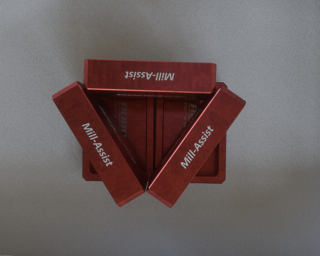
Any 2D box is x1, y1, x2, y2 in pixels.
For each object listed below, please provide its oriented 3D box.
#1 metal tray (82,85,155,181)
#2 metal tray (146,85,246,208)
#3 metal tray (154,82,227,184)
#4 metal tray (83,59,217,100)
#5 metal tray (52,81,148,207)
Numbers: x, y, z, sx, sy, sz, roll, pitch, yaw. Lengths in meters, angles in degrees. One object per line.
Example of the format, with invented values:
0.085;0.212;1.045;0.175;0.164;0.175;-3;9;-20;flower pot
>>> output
-0.053;0.003;0.408;0.091;0.030;0.129;0;89;0;metal tray
0.036;0.018;0.346;0.030;0.090;0.130;35;90;0;metal tray
0.039;0.005;0.408;0.091;0.030;0.129;1;89;0;metal tray
-0.010;-0.051;0.346;0.131;0.090;0.030;2;91;0;metal tray
-0.060;0.015;0.346;0.030;0.090;0.130;-31;90;1;metal tray
